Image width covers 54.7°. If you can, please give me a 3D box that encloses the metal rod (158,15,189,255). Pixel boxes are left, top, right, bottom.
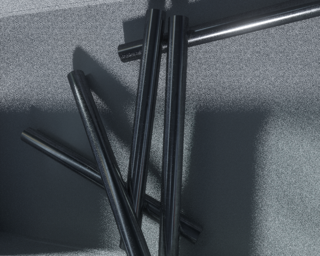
[{"bbox_3d":[0.016,0.017,0.376,0.025,0.025,0.298,3,91,20],"label":"metal rod"}]

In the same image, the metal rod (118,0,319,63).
[{"bbox_3d":[0.088,-0.124,0.379,0.301,0.025,0.025,-9,87,19],"label":"metal rod"}]

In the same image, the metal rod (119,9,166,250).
[{"bbox_3d":[-0.022,0.004,0.390,0.025,0.025,0.298,8,93,20],"label":"metal rod"}]

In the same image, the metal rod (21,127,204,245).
[{"bbox_3d":[-0.079,0.073,0.438,0.301,0.025,0.025,26,99,18],"label":"metal rod"}]

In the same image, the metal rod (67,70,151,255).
[{"bbox_3d":[-0.067,0.047,0.394,0.025,0.025,0.299,-32,64,17],"label":"metal rod"}]
